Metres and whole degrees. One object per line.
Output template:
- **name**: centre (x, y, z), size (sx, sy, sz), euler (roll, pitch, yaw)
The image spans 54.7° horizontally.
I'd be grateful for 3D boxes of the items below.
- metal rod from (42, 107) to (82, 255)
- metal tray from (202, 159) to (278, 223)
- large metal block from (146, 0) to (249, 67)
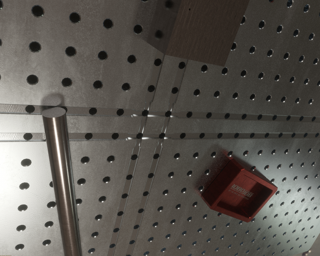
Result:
- **metal rod**: centre (-0.124, 0.111, 0.413), size (0.025, 0.025, 0.298), euler (-11, 123, -23)
- **metal tray**: centre (0.148, 0.118, 0.564), size (0.131, 0.030, 0.090), euler (29, 102, -38)
- **large metal block**: centre (0.041, -0.120, 0.345), size (0.081, 0.050, 0.079), euler (4, 117, -31)
